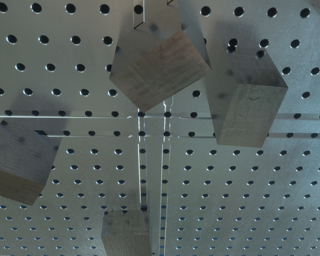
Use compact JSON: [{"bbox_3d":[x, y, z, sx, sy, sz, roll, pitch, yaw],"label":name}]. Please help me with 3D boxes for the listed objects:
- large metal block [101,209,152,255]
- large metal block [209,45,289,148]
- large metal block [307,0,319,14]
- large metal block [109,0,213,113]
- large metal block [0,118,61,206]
[{"bbox_3d":[-0.057,0.193,0.559,0.081,0.050,0.079,-2,130,1],"label":"large metal block"},{"bbox_3d":[0.092,-0.036,0.347,0.050,0.080,0.079,5,130,-4],"label":"large metal block"},{"bbox_3d":[0.167,-0.145,0.275,0.080,0.050,0.080,31,123,-24],"label":"large metal block"},{"bbox_3d":[0.000,-0.074,0.313,0.080,0.080,0.050,-30,124,22],"label":"large metal block"},{"bbox_3d":[-0.189,0.045,0.411,0.080,0.080,0.050,26,125,-21],"label":"large metal block"}]
